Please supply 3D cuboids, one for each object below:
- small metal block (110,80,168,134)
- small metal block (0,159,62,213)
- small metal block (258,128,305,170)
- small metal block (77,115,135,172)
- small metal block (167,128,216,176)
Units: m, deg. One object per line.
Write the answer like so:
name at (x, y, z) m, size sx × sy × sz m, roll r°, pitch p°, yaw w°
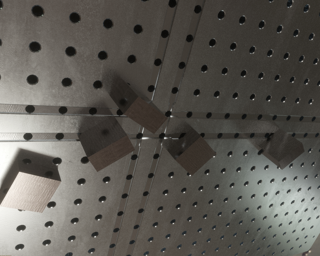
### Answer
small metal block at (-0.026, -0.025, 0.367) m, size 0.025 × 0.050 × 0.050 m, roll -50°, pitch 129°, yaw 7°
small metal block at (-0.155, 0.071, 0.371) m, size 0.050 × 0.025 × 0.050 m, roll 24°, pitch 105°, yaw -37°
small metal block at (0.209, 0.036, 0.535) m, size 0.050 × 0.050 × 0.025 m, roll -39°, pitch 130°, yaw -3°
small metal block at (-0.065, 0.017, 0.371) m, size 0.050 × 0.050 × 0.025 m, roll -30°, pitch 129°, yaw -9°
small metal block at (0.048, 0.036, 0.462) m, size 0.050 × 0.025 × 0.050 m, roll -43°, pitch 130°, yaw 1°
